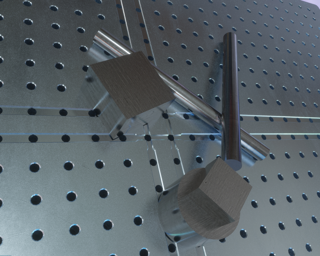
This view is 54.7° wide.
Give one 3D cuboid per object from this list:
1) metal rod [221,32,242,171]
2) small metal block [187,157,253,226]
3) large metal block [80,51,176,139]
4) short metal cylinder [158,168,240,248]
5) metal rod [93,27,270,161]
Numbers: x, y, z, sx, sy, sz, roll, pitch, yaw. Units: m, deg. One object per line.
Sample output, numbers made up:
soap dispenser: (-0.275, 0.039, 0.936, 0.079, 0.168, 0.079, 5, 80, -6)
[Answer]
metal rod: (0.109, -0.062, 0.480, 0.025, 0.025, 0.300, 25, 45, -13)
small metal block: (0.066, 0.069, 0.337, 0.050, 0.025, 0.050, 42, 51, 1)
large metal block: (-0.041, -0.044, 0.397, 0.081, 0.050, 0.080, -27, 77, -37)
short metal cylinder: (0.045, 0.093, 0.360, 0.081, 0.050, 0.080, 14, 56, -21)
metal rod: (0.034, -0.046, 0.454, 0.301, 0.025, 0.025, 35, 51, -5)
